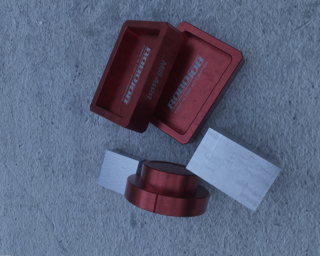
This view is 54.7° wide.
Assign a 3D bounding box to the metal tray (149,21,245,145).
[{"bbox_3d":[0.034,-0.055,0.393,0.090,0.030,0.129,35,101,16],"label":"metal tray"}]

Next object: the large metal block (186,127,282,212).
[{"bbox_3d":[0.085,0.041,0.349,0.080,0.080,0.050,32,100,17],"label":"large metal block"}]

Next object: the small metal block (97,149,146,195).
[{"bbox_3d":[-0.052,0.060,0.426,0.050,0.025,0.050,17,96,18],"label":"small metal block"}]

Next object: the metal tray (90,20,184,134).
[{"bbox_3d":[-0.032,-0.068,0.389,0.090,0.030,0.129,23,91,46],"label":"metal tray"}]

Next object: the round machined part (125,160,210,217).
[{"bbox_3d":[0.010,0.066,0.366,0.098,0.098,0.042,12,94,19],"label":"round machined part"}]
